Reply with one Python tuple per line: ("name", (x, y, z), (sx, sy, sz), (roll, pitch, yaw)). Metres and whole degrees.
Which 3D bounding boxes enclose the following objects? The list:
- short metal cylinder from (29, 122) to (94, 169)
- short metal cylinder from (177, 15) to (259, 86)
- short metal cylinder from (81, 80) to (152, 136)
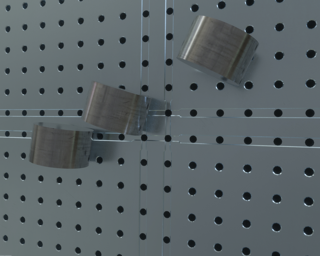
("short metal cylinder", (-0.136, 0.023, 0.430), (0.080, 0.080, 0.050), (10, 93, 19))
("short metal cylinder", (0.066, -0.088, 0.360), (0.080, 0.080, 0.050), (27, 99, 17))
("short metal cylinder", (-0.056, -0.026, 0.402), (0.080, 0.080, 0.050), (19, 96, 18))
